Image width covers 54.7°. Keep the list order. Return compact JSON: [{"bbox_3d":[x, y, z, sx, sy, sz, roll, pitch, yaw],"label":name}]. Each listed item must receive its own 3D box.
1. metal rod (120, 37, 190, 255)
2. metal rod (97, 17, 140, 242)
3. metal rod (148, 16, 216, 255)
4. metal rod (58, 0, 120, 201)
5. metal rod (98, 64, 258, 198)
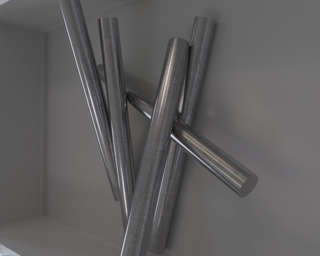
[{"bbox_3d":[-0.009,0.042,0.322,0.025,0.025,0.299,-1,70,40],"label":"metal rod"},{"bbox_3d":[-0.051,0.011,0.411,0.025,0.025,0.298,4,104,40],"label":"metal rod"},{"bbox_3d":[0.024,0.017,0.387,0.025,0.025,0.298,19,102,38],"label":"metal rod"},{"bbox_3d":[-0.084,-0.037,0.407,0.025,0.025,0.298,5,115,40],"label":"metal rod"},{"bbox_3d":[-0.005,-0.018,0.382,0.300,0.025,0.025,40,115,42],"label":"metal rod"}]
